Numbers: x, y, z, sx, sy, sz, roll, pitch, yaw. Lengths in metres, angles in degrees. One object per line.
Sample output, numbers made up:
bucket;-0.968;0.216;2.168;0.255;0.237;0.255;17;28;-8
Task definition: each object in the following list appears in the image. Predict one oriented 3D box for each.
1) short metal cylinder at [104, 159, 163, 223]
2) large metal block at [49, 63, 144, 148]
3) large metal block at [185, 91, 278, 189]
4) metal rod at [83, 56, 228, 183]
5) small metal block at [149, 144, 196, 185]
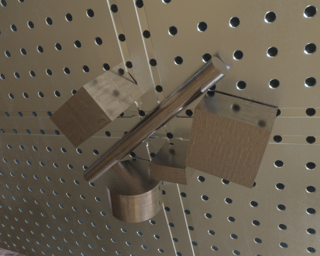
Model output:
short metal cylinder;-0.037;0.089;0.448;0.080;0.080;0.050;11;123;22
large metal block;-0.080;-0.029;0.399;0.080;0.080;0.050;-32;101;38
large metal block;0.080;0.012;0.356;0.080;0.050;0.079;18;125;17
metal rod;-0.026;0.006;0.427;0.025;0.025;0.299;47;129;-5
small metal block;0.020;0.047;0.413;0.050;0.050;0.025;5;121;25
